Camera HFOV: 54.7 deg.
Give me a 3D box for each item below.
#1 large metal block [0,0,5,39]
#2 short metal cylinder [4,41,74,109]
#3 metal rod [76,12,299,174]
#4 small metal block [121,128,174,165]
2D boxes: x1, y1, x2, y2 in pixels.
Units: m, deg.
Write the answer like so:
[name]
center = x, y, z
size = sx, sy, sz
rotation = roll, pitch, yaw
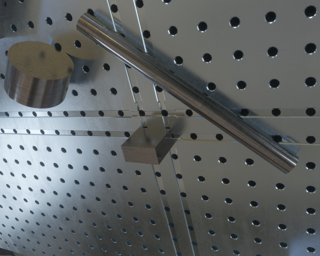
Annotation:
[large metal block]
center = -0.265, -0.172, 0.426
size = 0.080, 0.050, 0.079
rotation = 32, 128, 6
[short metal cylinder]
center = -0.162, -0.072, 0.414
size = 0.080, 0.080, 0.050
rotation = 34, 129, 5
[metal rod]
center = 0.029, -0.044, 0.367
size = 0.301, 0.025, 0.025
rotation = 35, 129, 4
[small metal block]
center = -0.016, 0.023, 0.416
size = 0.050, 0.050, 0.025
rotation = 2, 119, 27
